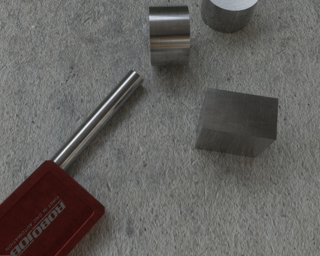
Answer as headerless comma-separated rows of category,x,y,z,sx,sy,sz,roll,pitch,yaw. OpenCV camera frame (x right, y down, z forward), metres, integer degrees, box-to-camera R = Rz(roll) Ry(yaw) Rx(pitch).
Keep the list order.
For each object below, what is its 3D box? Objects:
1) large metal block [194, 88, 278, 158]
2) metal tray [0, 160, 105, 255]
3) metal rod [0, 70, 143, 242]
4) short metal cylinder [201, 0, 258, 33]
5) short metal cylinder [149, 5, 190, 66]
large metal block,0.090,-0.003,0.381,0.080,0.080,0.050,9,71,3
metal tray,-0.138,0.111,0.347,0.090,0.030,0.130,44,73,-6
metal rod,-0.123,0.041,0.392,0.025,0.025,0.300,35,73,12
short metal cylinder,0.104,-0.192,0.466,0.081,0.050,0.080,0,70,0
short metal cylinder,0.012,-0.126,0.425,0.050,0.080,0.080,-2,70,-1
